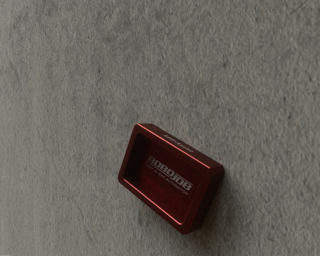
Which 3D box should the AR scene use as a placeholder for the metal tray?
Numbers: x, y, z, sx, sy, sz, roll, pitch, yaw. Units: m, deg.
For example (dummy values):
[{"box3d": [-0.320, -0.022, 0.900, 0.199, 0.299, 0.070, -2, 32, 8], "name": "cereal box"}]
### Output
[{"box3d": [0.008, 0.059, 0.396, 0.130, 0.030, 0.089, 31, 109, 36], "name": "metal tray"}]
